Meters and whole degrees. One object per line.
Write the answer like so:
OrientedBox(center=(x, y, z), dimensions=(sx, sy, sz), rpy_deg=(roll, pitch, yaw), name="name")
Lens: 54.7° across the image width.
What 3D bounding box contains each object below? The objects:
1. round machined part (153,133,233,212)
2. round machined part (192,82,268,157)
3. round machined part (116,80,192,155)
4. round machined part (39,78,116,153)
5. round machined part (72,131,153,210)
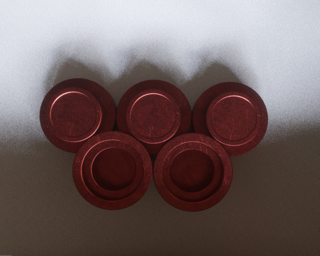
OrientedBox(center=(0.040, 0.054, 0.401), dimensions=(0.099, 0.042, 0.097), rpy_deg=(0, 90, 0), name="round machined part")
OrientedBox(center=(0.091, -0.011, 0.401), dimensions=(0.099, 0.042, 0.097), rpy_deg=(0, 89, 0), name="round machined part")
OrientedBox(center=(-0.008, -0.014, 0.400), dimensions=(0.099, 0.042, 0.097), rpy_deg=(0, 89, 0), name="round machined part")
OrientedBox(center=(-0.106, -0.016, 0.399), dimensions=(0.099, 0.042, 0.097), rpy_deg=(0, 89, -1), name="round machined part")
OrientedBox(center=(-0.058, 0.052, 0.401), dimensions=(0.099, 0.042, 0.097), rpy_deg=(0, 90, 0), name="round machined part")
